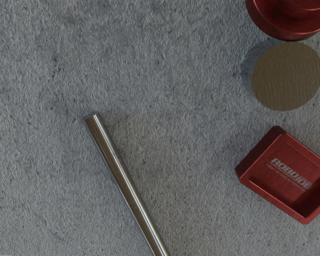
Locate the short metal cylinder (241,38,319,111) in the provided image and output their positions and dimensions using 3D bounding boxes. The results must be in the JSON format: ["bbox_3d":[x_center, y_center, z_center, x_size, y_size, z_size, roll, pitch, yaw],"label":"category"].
[{"bbox_3d":[0.144,-0.066,0.374,0.081,0.050,0.079,0,110,-1],"label":"short metal cylinder"}]

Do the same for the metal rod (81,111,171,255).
[{"bbox_3d":[-0.035,0.113,0.450,0.025,0.025,0.299,-21,109,7],"label":"metal rod"}]

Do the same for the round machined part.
[{"bbox_3d":[0.145,-0.146,0.327,0.099,0.042,0.097,1,82,-4],"label":"round machined part"}]

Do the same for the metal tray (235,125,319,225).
[{"bbox_3d":[0.184,0.068,0.434,0.130,0.030,0.090,34,106,-12],"label":"metal tray"}]
